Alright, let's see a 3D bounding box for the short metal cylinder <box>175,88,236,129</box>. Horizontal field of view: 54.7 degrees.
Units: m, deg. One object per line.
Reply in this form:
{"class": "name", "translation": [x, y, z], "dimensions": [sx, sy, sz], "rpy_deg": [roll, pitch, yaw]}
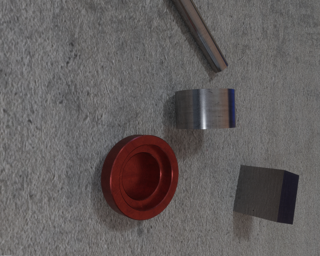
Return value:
{"class": "short metal cylinder", "translation": [0.061, -0.025, 0.420], "dimensions": [0.081, 0.080, 0.050], "rpy_deg": [-3, 92, -40]}

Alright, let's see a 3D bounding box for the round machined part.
{"class": "round machined part", "translation": [-0.028, 0.056, 0.371], "dimensions": [0.099, 0.042, 0.097], "rpy_deg": [0, 90, -40]}

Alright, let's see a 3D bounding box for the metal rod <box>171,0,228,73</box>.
{"class": "metal rod", "translation": [0.013, -0.199, 0.415], "dimensions": [0.300, 0.025, 0.025], "rpy_deg": [52, 60, -27]}

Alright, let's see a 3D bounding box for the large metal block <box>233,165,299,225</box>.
{"class": "large metal block", "translation": [0.177, 0.109, 0.517], "dimensions": [0.050, 0.080, 0.080], "rpy_deg": [20, 77, -38]}
